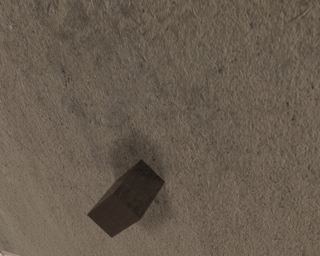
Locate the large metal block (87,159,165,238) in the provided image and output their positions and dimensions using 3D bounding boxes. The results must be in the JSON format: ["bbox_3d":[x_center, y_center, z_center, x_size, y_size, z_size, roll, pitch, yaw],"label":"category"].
[{"bbox_3d":[-0.050,0.104,0.460,0.050,0.080,0.080,45,129,-3],"label":"large metal block"}]
